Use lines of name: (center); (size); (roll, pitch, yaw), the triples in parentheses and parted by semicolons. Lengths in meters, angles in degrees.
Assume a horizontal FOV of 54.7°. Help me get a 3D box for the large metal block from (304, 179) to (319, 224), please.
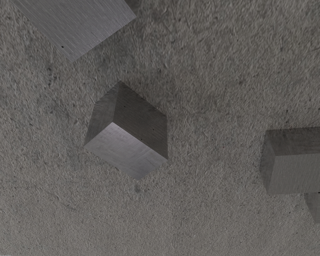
large metal block: (0.274, 0.098, 0.477); (0.080, 0.050, 0.080); (-11, 129, 9)

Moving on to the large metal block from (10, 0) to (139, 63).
large metal block: (-0.077, -0.122, 0.286); (0.080, 0.050, 0.080); (-28, 125, 21)

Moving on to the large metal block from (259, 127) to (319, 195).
large metal block: (0.190, 0.046, 0.432); (0.080, 0.050, 0.080); (-4, 130, 3)

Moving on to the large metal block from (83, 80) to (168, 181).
large metal block: (-0.037, 0.003, 0.373); (0.080, 0.080, 0.050); (37, 121, -27)
